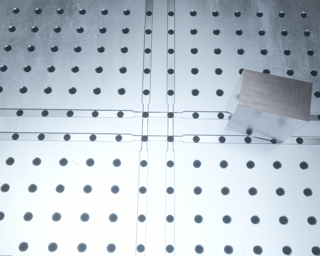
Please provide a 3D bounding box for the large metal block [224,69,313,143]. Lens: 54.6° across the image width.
[{"bbox_3d":[0.133,-0.025,0.392,0.080,0.080,0.050,13,71,5],"label":"large metal block"}]
